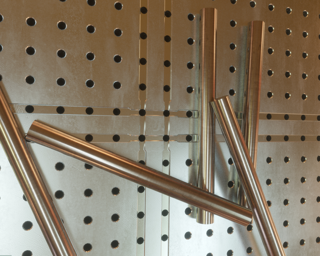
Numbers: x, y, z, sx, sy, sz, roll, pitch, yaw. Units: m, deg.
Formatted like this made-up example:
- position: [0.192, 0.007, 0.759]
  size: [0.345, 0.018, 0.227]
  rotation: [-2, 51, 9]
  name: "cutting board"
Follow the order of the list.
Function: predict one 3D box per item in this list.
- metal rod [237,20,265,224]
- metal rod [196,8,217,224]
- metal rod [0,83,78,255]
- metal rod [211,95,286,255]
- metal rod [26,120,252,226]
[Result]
- position: [0.135, -0.009, 0.464]
  size: [0.025, 0.025, 0.298]
  rotation: [4, 89, -20]
  name: "metal rod"
- position: [0.066, -0.017, 0.438]
  size: [0.025, 0.025, 0.298]
  rotation: [1, 90, -20]
  name: "metal rod"
- position: [-0.152, 0.052, 0.356]
  size: [0.025, 0.025, 0.298]
  rotation: [-24, 98, -19]
  name: "metal rod"
- position: [0.135, 0.098, 0.436]
  size: [0.025, 0.025, 0.299]
  rotation: [-24, 98, -19]
  name: "metal rod"
- position: [-0.015, 0.062, 0.391]
  size: [0.302, 0.025, 0.025]
  rotation: [24, 82, -13]
  name: "metal rod"
